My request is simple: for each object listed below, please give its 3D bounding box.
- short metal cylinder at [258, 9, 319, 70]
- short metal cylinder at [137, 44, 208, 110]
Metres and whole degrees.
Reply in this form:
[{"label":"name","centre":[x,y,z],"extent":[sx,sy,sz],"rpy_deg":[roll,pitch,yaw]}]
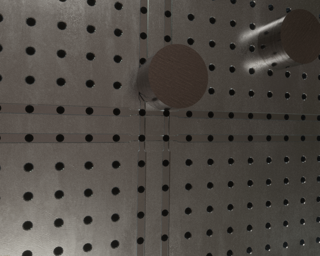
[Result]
[{"label":"short metal cylinder","centre":[0.199,-0.134,0.475],"extent":[0.081,0.050,0.079],"rpy_deg":[0,90,-21]},{"label":"short metal cylinder","centre":[0.015,-0.064,0.406],"extent":[0.081,0.050,0.079],"rpy_deg":[0,90,-21]}]
